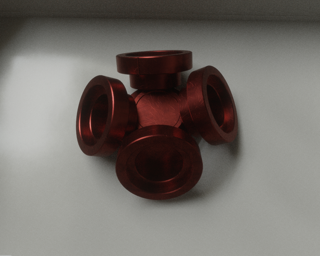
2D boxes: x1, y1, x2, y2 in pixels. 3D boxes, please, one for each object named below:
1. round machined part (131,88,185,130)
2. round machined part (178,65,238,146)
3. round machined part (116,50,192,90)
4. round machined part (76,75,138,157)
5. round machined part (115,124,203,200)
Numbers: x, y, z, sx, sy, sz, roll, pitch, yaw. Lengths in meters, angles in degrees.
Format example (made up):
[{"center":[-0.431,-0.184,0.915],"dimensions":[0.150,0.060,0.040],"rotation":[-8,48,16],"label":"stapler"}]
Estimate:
[{"center":[-0.003,-0.014,0.403],"dimensions":[0.099,0.042,0.098],"rotation":[0,70,-1],"label":"round machined part"},{"center":[0.058,-0.025,0.390],"dimensions":[0.042,0.098,0.098],"rotation":[-16,66,32],"label":"round machined part"},{"center":[-0.007,-0.077,0.407],"dimensions":[0.099,0.098,0.042],"rotation":[-3,108,-2],"label":"round machined part"},{"center":[-0.064,-0.013,0.383],"dimensions":[0.042,0.098,0.098],"rotation":[9,65,-37],"label":"round machined part"},{"center":[-0.001,0.036,0.366],"dimensions":[0.099,0.097,0.042],"rotation":[-1,34,-1],"label":"round machined part"}]
